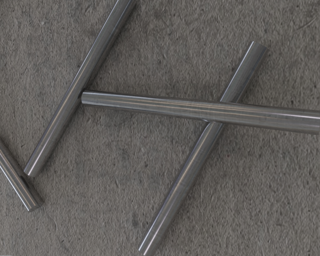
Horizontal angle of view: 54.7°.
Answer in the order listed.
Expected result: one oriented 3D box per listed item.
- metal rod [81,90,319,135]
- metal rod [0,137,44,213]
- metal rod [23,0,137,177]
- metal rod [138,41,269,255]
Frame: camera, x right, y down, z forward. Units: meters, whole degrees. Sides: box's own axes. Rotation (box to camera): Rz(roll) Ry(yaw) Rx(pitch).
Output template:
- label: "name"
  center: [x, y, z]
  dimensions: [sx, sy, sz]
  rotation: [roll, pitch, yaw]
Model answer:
- label: "metal rod"
  center: [0.028, -0.024, 0.377]
  dimensions: [0.300, 0.025, 0.025]
  rotation: [8, 93, 27]
- label: "metal rod"
  center: [-0.283, 0.009, 0.508]
  dimensions: [0.025, 0.025, 0.300]
  rotation: [-43, 77, 15]
- label: "metal rod"
  center: [-0.120, -0.056, 0.451]
  dimensions: [0.025, 0.025, 0.299]
  rotation: [35, 101, 16]
- label: "metal rod"
  center: [0.050, 0.033, 0.391]
  dimensions: [0.025, 0.025, 0.299]
  rotation: [30, 100, 17]
